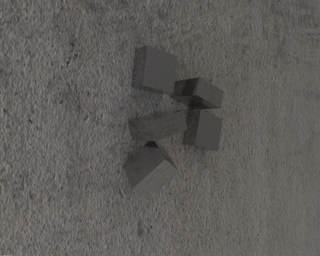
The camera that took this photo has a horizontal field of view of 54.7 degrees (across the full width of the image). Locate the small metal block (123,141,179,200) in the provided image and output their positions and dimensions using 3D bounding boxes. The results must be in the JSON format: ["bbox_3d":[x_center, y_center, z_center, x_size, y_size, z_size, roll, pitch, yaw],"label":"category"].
[{"bbox_3d":[-0.012,0.047,0.366,0.050,0.050,0.025,-43,122,5],"label":"small metal block"}]

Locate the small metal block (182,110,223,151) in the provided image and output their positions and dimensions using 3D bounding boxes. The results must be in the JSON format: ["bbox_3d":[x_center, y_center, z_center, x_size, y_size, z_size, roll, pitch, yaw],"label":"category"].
[{"bbox_3d":[0.064,0.005,0.458,0.050,0.025,0.050,17,79,-39],"label":"small metal block"}]

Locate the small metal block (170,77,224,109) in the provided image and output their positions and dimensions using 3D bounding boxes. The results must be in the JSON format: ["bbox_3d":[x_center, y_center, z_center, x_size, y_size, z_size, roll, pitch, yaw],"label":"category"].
[{"bbox_3d":[0.052,-0.047,0.431,0.050,0.050,0.025,22,76,-38],"label":"small metal block"}]

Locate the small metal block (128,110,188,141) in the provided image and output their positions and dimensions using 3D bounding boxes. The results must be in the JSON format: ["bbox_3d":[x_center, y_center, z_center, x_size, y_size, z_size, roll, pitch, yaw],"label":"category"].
[{"bbox_3d":[-0.003,-0.003,0.385,0.050,0.050,0.025,-20,103,-38],"label":"small metal block"}]

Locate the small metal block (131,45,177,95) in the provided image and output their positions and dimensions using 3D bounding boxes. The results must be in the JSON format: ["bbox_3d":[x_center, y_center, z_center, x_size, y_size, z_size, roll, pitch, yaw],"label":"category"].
[{"bbox_3d":[-0.007,-0.073,0.398,0.050,0.025,0.050,9,84,-40],"label":"small metal block"}]
